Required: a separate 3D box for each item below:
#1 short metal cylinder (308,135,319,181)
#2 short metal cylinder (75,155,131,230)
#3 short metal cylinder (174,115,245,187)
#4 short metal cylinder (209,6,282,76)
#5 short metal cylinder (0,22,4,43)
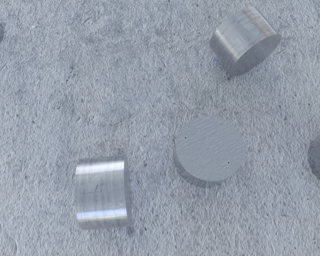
[{"bbox_3d":[0.235,0.034,0.384,0.081,0.050,0.080,0,70,0],"label":"short metal cylinder"},{"bbox_3d":[-0.061,0.072,0.352,0.050,0.080,0.080,-4,70,-2],"label":"short metal cylinder"},{"bbox_3d":[0.059,0.030,0.384,0.081,0.050,0.080,0,70,0],"label":"short metal cylinder"},{"bbox_3d":[0.115,-0.116,0.422,0.080,0.080,0.050,-29,73,-10],"label":"short metal cylinder"},{"bbox_3d":[-0.278,-0.149,0.447,0.081,0.050,0.080,0,70,0],"label":"short metal cylinder"}]
